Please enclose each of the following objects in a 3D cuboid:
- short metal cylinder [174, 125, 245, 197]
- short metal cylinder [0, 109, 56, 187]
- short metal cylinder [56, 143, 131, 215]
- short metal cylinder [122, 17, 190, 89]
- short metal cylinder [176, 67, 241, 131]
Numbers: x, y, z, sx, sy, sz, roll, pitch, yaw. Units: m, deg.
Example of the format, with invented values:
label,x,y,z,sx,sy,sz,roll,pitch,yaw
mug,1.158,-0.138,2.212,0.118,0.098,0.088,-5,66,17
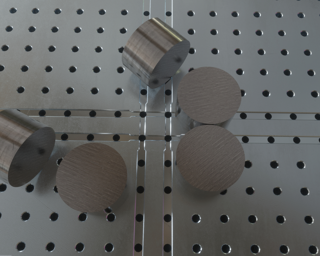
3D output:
label,x,y,z,sx,sy,sz,roll,pitch,yaw
short metal cylinder,0.059,0.042,0.384,0.081,0.050,0.080,0,70,0
short metal cylinder,-0.173,0.024,0.372,0.050,0.080,0.080,26,72,9
short metal cylinder,-0.078,0.063,0.375,0.081,0.050,0.080,0,70,0
short metal cylinder,-0.005,-0.100,0.419,0.050,0.080,0.080,43,75,13
short metal cylinder,0.062,-0.034,0.412,0.081,0.050,0.080,0,70,0
